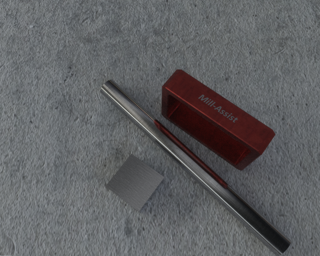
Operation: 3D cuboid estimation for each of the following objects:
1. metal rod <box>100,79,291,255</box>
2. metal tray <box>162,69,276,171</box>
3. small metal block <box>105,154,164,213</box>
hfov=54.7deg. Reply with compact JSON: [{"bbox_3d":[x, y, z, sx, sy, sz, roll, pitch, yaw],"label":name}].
[{"bbox_3d":[0.035,0.041,0.393,0.300,0.025,0.025,42,75,13],"label":"metal rod"},{"bbox_3d":[0.063,-0.006,0.376,0.130,0.090,0.030,36,74,12],"label":"metal tray"},{"bbox_3d":[-0.030,0.069,0.383,0.050,0.025,0.050,35,73,11],"label":"small metal block"}]
